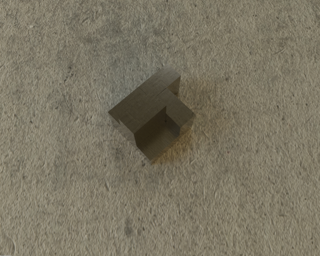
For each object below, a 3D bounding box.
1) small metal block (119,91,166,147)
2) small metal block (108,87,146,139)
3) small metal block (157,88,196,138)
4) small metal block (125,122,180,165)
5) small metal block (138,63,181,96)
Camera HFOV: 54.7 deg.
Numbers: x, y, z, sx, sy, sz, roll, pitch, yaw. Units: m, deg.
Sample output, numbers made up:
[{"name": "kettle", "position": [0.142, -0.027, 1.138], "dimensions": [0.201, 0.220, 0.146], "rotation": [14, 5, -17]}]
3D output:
[{"name": "small metal block", "position": [-0.020, -0.010, 0.373], "dimensions": [0.050, 0.050, 0.025], "rotation": [-42, 76, -14]}, {"name": "small metal block", "position": [-0.037, -0.019, 0.402], "dimensions": [0.050, 0.050, 0.025], "rotation": [-42, 76, -14]}, {"name": "small metal block", "position": [0.017, -0.017, 0.402], "dimensions": [0.025, 0.050, 0.050], "rotation": [-41, 76, -14]}, {"name": "small metal block", "position": [-0.010, 0.012, 0.405], "dimensions": [0.050, 0.025, 0.050], "rotation": [-41, 75, -14]}, {"name": "small metal block", "position": [0.000, -0.051, 0.414], "dimensions": [0.050, 0.050, 0.025], "rotation": [-42, 76, -14]}]
